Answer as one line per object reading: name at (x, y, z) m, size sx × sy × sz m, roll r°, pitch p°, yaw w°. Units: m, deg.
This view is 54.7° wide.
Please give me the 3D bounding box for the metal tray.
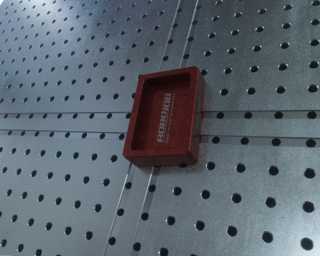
metal tray at (0.008, -0.016, 0.409) m, size 0.090 × 0.030 × 0.130 m, roll -5°, pitch 59°, yaw 25°
